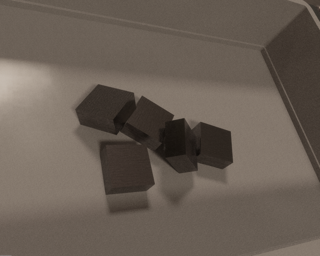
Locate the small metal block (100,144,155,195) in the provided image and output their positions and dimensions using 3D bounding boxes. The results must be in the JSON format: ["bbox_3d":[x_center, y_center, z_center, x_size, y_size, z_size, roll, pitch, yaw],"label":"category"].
[{"bbox_3d":[-0.038,0.047,0.357,0.050,0.025,0.050,1,62,-28],"label":"small metal block"}]

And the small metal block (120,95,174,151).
[{"bbox_3d":[-0.016,-0.006,0.402,0.050,0.025,0.050,31,51,-8],"label":"small metal block"}]

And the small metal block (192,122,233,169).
[{"bbox_3d":[0.072,0.025,0.431,0.050,0.025,0.050,17,55,-19],"label":"small metal block"}]

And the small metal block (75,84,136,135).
[{"bbox_3d":[-0.064,-0.023,0.372,0.050,0.025,0.050,15,49,18],"label":"small metal block"}]

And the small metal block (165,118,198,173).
[{"bbox_3d":[0.027,0.023,0.390,0.050,0.025,0.050,53,31,-52],"label":"small metal block"}]
